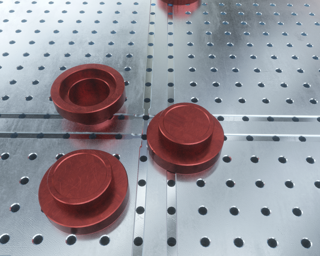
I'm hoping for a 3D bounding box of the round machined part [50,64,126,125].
[{"bbox_3d":[-0.097,-0.043,0.432,0.099,0.042,0.098,0,50,0],"label":"round machined part"}]

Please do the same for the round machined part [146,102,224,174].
[{"bbox_3d":[0.032,0.006,0.392,0.099,0.042,0.098,0,50,0],"label":"round machined part"}]

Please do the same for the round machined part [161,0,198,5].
[{"bbox_3d":[0.040,-0.303,0.652,0.099,0.042,0.098,0,50,0],"label":"round machined part"}]

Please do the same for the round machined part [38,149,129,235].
[{"bbox_3d":[-0.085,0.063,0.344,0.099,0.042,0.098,0,50,0],"label":"round machined part"}]
